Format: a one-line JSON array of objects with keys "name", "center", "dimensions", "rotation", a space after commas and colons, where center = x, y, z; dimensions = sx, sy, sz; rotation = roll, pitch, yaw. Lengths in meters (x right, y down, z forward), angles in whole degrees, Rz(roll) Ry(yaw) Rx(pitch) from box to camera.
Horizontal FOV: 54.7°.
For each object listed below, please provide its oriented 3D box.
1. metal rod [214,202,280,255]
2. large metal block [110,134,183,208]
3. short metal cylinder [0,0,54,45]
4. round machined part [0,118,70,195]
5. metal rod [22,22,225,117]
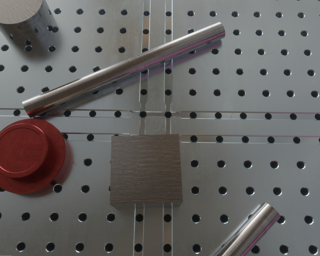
[{"name": "metal rod", "center": [0.026, 0.196, 0.340], "dimensions": [0.301, 0.025, 0.025], "rotation": [-41, 76, -14]}, {"name": "large metal block", "center": [-0.016, 0.054, 0.379], "dimensions": [0.081, 0.050, 0.080], "rotation": [-2, 70, -1]}, {"name": "short metal cylinder", "center": [-0.206, -0.171, 0.458], "dimensions": [0.081, 0.050, 0.080], "rotation": [0, 70, 0]}, {"name": "round machined part", "center": [-0.168, 0.033, 0.389], "dimensions": [0.099, 0.042, 0.098], "rotation": [0, 70, -1]}, {"name": "metal rod", "center": [-0.044, -0.086, 0.442], "dimensions": [0.302, 0.025, 0.025], "rotation": [-24, 72, -9]}]
